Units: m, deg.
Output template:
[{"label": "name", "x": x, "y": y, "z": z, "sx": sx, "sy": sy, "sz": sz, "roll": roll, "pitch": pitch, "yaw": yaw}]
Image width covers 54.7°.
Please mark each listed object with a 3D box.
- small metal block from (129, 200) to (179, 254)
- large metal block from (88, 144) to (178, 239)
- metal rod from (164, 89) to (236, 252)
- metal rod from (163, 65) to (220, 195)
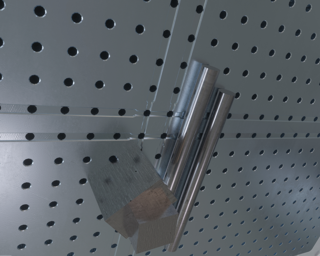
[{"label": "small metal block", "x": -0.008, "y": 0.120, "z": 0.378, "sx": 0.050, "sy": 0.025, "sz": 0.050, "roll": -8, "pitch": 122, "yaw": -25}, {"label": "large metal block", "x": -0.037, "y": 0.080, "z": 0.405, "sx": 0.080, "sy": 0.080, "sz": 0.050, "roll": -36, "pitch": 129, "yaw": -4}, {"label": "metal rod", "x": 0.056, "y": 0.081, "z": 0.491, "sx": 0.025, "sy": 0.025, "sz": 0.298, "roll": 1, "pitch": 118, "yaw": -29}, {"label": "metal rod", "x": 0.025, "y": 0.053, "z": 0.457, "sx": 0.025, "sy": 0.025, "sz": 0.298, "roll": 3, "pitch": 117, "yaw": -30}]
